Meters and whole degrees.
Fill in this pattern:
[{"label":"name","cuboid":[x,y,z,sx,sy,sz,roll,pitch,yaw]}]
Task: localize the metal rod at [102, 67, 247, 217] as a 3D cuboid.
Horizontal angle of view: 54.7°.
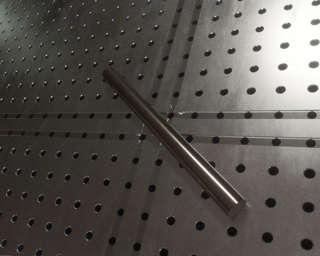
[{"label":"metal rod","cuboid":[-0.002,-0.003,0.409,0.025,0.025,0.300,-42,51,-1]}]
